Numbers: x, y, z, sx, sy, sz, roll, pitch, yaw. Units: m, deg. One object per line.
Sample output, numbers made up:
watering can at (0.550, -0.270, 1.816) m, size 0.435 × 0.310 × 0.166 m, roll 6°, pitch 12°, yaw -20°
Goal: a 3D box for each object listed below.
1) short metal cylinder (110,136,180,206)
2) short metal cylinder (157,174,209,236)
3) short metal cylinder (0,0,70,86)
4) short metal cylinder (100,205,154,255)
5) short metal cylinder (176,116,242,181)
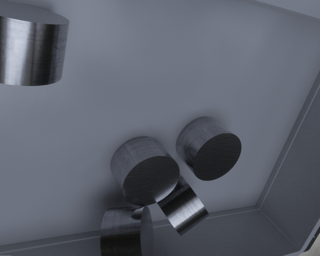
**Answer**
short metal cylinder at (-0.021, 0.058, 0.419) m, size 0.081 × 0.050 × 0.079 m, roll -14°, pitch 124°, yaw -21°
short metal cylinder at (0.028, 0.111, 0.459) m, size 0.050 × 0.080 × 0.080 m, roll -35°, pitch 129°, yaw -6°
short metal cylinder at (-0.122, -0.074, 0.261) m, size 0.081 × 0.080 × 0.050 m, roll 2°, pitch 118°, yaw -30°
short metal cylinder at (-0.041, 0.146, 0.412) m, size 0.050 × 0.080 × 0.080 m, roll -6°, pitch 126°, yaw 8°
short metal cylinder at (0.070, 0.030, 0.451) m, size 0.081 × 0.050 × 0.079 m, roll -14°, pitch 125°, yaw -21°
